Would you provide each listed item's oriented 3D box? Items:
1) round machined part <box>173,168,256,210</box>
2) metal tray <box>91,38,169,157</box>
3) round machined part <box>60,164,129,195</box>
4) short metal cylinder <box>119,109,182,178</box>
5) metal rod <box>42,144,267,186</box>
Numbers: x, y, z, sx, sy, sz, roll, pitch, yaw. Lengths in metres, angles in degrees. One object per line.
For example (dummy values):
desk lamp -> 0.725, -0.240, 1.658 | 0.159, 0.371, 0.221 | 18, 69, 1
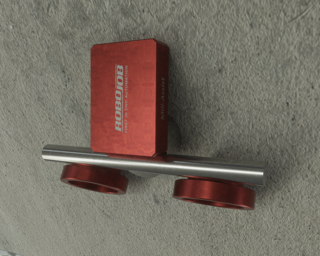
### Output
round machined part -> 0.067, 0.072, 0.383 | 0.099, 0.042, 0.098 | 9, 164, 3
metal tray -> -0.037, -0.034, 0.367 | 0.090, 0.030, 0.129 | 2, 93, 26
round machined part -> -0.095, 0.069, 0.467 | 0.099, 0.042, 0.098 | 9, 159, 4
short metal cylinder -> -0.017, 0.019, 0.412 | 0.080, 0.050, 0.079 | 13, 124, 20
metal rod -> -0.027, 0.041, 0.383 | 0.301, 0.025, 0.025 | 2, 120, 26
